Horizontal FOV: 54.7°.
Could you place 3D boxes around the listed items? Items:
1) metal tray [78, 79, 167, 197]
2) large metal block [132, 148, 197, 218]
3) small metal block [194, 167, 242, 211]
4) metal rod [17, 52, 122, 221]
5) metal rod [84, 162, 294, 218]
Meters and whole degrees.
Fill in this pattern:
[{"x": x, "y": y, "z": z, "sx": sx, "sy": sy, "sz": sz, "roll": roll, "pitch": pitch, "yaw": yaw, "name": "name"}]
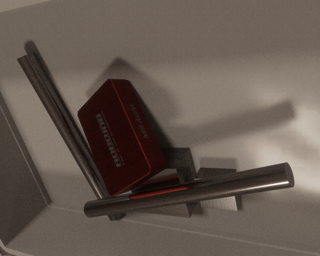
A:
[{"x": -0.054, "y": 0.013, "z": 0.404, "sx": 0.090, "sy": 0.030, "sz": 0.130, "roll": -37, "pitch": 71, "yaw": 38, "name": "metal tray"}, {"x": 0.005, "y": 0.074, "z": 0.435, "sx": 0.080, "sy": 0.050, "sz": 0.080, "roll": -2, "pitch": 118, "yaw": 28, "name": "large metal block"}, {"x": 0.079, "y": 0.082, "z": 0.417, "sx": 0.050, "sy": 0.025, "sz": 0.050, "roll": -2, "pitch": 118, "yaw": 28, "name": "small metal block"}, {"x": -0.135, "y": 0.025, "z": 0.492, "sx": 0.025, "sy": 0.025, "sz": 0.299, "roll": -11, "pitch": 113, "yaw": 32, "name": "metal rod"}, {"x": 0.011, "y": 0.085, "z": 0.389, "sx": 0.300, "sy": 0.025, "sz": 0.025, "roll": -19, "pitch": 109, "yaw": 34, "name": "metal rod"}]
